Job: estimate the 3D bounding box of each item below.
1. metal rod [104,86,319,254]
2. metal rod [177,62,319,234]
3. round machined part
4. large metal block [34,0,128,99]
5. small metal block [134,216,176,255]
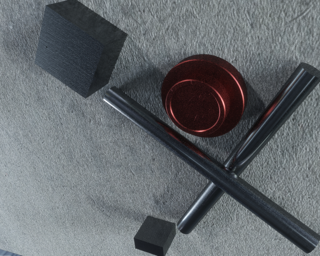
[{"bbox_3d":[0.051,0.041,0.377,0.300,0.025,0.025,36,129,14],"label":"metal rod"},{"bbox_3d":[0.092,0.049,0.387,0.025,0.025,0.298,32,128,7],"label":"metal rod"},{"bbox_3d":[0.046,-0.030,0.352,0.098,0.042,0.097,13,124,20],"label":"round machined part"},{"bbox_3d":[-0.098,-0.097,0.380,0.080,0.050,0.079,35,129,4],"label":"large metal block"},{"bbox_3d":[-0.007,0.175,0.501,0.050,0.050,0.025,10,122,23],"label":"small metal block"}]
